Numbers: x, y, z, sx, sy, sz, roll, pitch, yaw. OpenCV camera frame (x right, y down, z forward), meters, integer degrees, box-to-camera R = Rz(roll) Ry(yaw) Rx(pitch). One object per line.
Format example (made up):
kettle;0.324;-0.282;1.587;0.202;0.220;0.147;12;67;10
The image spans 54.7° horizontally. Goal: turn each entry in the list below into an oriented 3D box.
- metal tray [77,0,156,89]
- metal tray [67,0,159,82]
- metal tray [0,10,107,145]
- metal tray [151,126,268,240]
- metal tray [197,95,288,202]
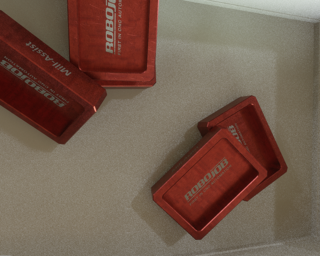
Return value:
metal tray;-0.055;-0.115;0.388;0.091;0.030;0.129;-3;91;-20
metal tray;-0.049;-0.117;0.328;0.091;0.030;0.129;1;111;-9
metal tray;-0.133;-0.046;0.326;0.130;0.090;0.030;37;44;-17
metal tray;0.064;0.072;0.411;0.130;0.030;0.090;-44;100;1
metal tray;0.123;0.029;0.454;0.091;0.030;0.129;-31;100;-18
